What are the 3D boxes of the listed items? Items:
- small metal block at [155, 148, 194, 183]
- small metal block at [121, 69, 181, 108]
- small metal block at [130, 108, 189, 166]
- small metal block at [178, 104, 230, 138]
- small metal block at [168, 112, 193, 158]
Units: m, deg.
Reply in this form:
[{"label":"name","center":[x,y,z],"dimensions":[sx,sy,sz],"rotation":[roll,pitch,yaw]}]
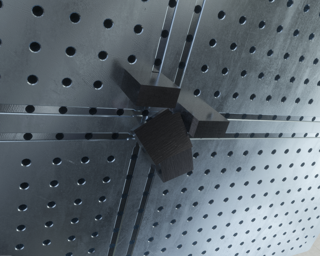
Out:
[{"label":"small metal block","center":[0.019,0.045,0.452],"dimensions":[0.050,0.025,0.050],"rotation":[-21,127,-16]},{"label":"small metal block","center":[-0.012,-0.046,0.361],"dimensions":[0.050,0.050,0.025],"rotation":[1,118,-30]},{"label":"small metal block","center":[-0.001,0.010,0.382],"dimensions":[0.050,0.025,0.050],"rotation":[-34,99,-13]},{"label":"small metal block","center":[0.057,-0.010,0.422],"dimensions":[0.050,0.050,0.025],"rotation":[0,118,-29]},{"label":"small metal block","center":[0.008,0.011,0.410],"dimensions":[0.050,0.025,0.050],"rotation":[-23,97,-15]}]
